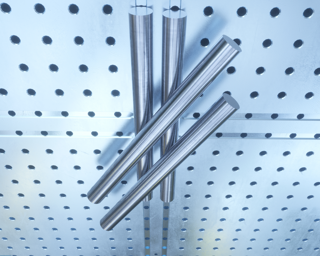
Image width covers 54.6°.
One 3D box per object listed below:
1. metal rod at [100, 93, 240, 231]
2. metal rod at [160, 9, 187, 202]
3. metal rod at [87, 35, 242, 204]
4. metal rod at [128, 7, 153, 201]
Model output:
[{"bbox_3d":[-0.003,0.064,0.432,0.025,0.025,0.299,28,125,-22],"label":"metal rod"},{"bbox_3d":[0.013,-0.002,0.410,0.025,0.025,0.298,0,130,-1],"label":"metal rod"},{"bbox_3d":[-0.013,0.009,0.387,0.025,0.025,0.299,28,125,-22],"label":"metal rod"},{"bbox_3d":[-0.022,-0.004,0.408,0.025,0.025,0.298,0,130,-1],"label":"metal rod"}]
